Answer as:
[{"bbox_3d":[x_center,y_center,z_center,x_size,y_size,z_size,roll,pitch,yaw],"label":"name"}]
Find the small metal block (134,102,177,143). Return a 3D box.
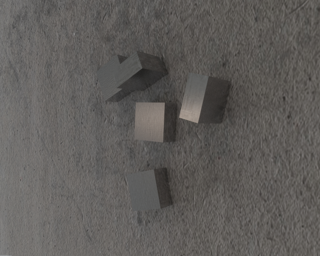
[{"bbox_3d":[-0.006,-0.008,0.410,0.050,0.025,0.050,4,93,40],"label":"small metal block"}]

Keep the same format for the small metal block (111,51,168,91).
[{"bbox_3d":[-0.027,-0.074,0.411,0.050,0.050,0.025,-30,72,36],"label":"small metal block"}]

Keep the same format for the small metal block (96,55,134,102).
[{"bbox_3d":[-0.063,-0.072,0.457,0.050,0.025,0.050,-28,73,36],"label":"small metal block"}]

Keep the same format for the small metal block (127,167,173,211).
[{"bbox_3d":[-0.014,0.083,0.417,0.050,0.025,0.050,-17,79,38],"label":"small metal block"}]

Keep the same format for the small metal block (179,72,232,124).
[{"bbox_3d":[0.052,-0.032,0.346,0.025,0.050,0.050,19,102,38],"label":"small metal block"}]
